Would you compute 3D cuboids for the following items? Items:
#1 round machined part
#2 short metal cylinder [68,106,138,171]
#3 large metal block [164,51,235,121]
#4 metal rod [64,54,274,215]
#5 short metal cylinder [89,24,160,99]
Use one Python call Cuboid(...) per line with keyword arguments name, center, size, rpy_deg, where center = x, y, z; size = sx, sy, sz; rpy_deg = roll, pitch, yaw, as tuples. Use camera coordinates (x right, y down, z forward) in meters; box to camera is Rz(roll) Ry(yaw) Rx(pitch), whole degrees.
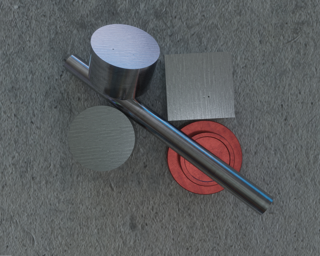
Cuboid(name="round machined part", center=(0.058, 0.038, 0.402), size=(0.099, 0.042, 0.097), rpy_deg=(0, 90, 0))
Cuboid(name="short metal cylinder", center=(-0.071, 0.012, 0.399), size=(0.081, 0.050, 0.080), rpy_deg=(0, 90, 0))
Cuboid(name="large metal block", center=(0.048, -0.051, 0.397), size=(0.081, 0.050, 0.080), rpy_deg=(-3, 90, 0))
Cuboid(name="metal rod", center=(0.001, 0.000, 0.377), size=(0.300, 0.025, 0.025), rpy_deg=(36, 90, 13))
Cuboid(name="short metal cylinder", center=(-0.045, -0.082, 0.379), size=(0.081, 0.050, 0.080), rpy_deg=(9, 51, -11))
